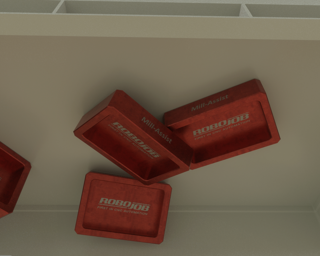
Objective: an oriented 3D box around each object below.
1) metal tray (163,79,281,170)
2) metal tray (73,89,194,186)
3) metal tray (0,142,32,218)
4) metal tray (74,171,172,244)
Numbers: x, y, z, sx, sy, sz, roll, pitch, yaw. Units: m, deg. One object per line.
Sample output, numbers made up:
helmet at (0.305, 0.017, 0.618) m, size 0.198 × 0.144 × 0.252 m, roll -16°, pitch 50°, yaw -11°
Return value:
metal tray at (0.080, 0.000, 0.406) m, size 0.130 × 0.030 × 0.090 m, roll -20°, pitch 128°, yaw 16°
metal tray at (-0.033, 0.019, 0.396) m, size 0.130 × 0.030 × 0.090 m, roll 40°, pitch 136°, yaw -22°
metal tray at (-0.241, 0.050, 0.405) m, size 0.030 × 0.090 × 0.130 m, roll -28°, pitch 125°, yaw 21°
metal tray at (-0.054, 0.120, 0.470) m, size 0.131 × 0.090 × 0.030 m, roll 11°, pitch 174°, yaw -10°
